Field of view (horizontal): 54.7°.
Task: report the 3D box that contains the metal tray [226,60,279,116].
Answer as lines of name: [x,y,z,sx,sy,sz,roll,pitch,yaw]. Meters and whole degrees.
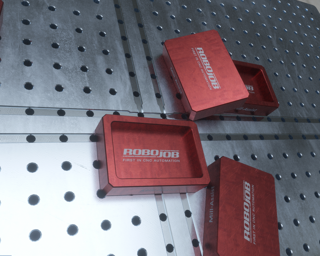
metal tray: [0.130,-0.070,0.519,0.131,0.030,0.090,4,60,-27]

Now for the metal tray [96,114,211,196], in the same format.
metal tray: [-0.008,0.033,0.381,0.131,0.030,0.090,4,60,-27]

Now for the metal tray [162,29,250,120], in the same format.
metal tray: [0.067,-0.084,0.473,0.091,0.030,0.130,-16,69,-11]

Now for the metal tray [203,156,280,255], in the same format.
metal tray: [0.105,0.110,0.397,0.091,0.030,0.130,21,54,-16]

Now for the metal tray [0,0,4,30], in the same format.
metal tray: [-0.253,-0.122,0.342,0.131,0.030,0.090,9,58,-24]
